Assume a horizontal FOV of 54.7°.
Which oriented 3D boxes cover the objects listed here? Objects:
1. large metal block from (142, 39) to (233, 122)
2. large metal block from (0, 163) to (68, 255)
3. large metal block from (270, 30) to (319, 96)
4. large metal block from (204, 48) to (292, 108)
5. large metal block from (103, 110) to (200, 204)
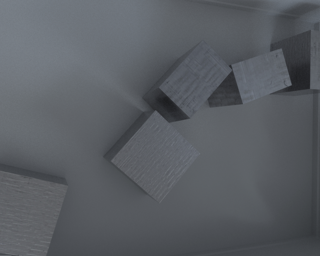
[{"bbox_3d":[0.031,-0.055,0.392,0.050,0.080,0.080,44,76,-10],"label":"large metal block"},{"bbox_3d":[-0.155,0.089,0.340,0.081,0.050,0.080,18,84,-20],"label":"large metal block"},{"bbox_3d":[0.212,-0.092,0.461,0.050,0.080,0.079,1,90,-20],"label":"large metal block"},{"bbox_3d":[0.115,-0.066,0.425,0.081,0.080,0.050,-21,98,-19],"label":"large metal block"},{"bbox_3d":[-0.011,0.035,0.394,0.080,0.050,0.080,44,76,-15],"label":"large metal block"}]
